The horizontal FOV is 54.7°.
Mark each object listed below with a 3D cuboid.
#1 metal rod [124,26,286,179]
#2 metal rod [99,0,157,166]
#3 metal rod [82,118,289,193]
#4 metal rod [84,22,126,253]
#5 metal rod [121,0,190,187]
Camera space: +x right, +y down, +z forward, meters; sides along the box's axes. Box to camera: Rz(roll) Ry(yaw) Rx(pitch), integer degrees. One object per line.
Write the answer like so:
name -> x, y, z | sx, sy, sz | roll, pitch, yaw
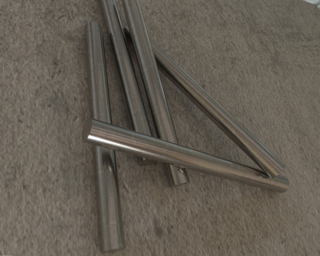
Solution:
metal rod -> 0.055, -0.046, 0.442 | 0.300, 0.025, 0.025 | 46, 50, 11
metal rod -> -0.051, -0.091, 0.432 | 0.025, 0.025, 0.299 | -2, 63, -29
metal rod -> 0.053, 0.042, 0.377 | 0.302, 0.025, 0.025 | 18, 54, -30
metal rod -> -0.071, -0.010, 0.372 | 0.025, 0.025, 0.299 | 4, 60, -27
metal rod -> -0.012, -0.069, 0.420 | 0.025, 0.025, 0.299 | -5, 70, -31
